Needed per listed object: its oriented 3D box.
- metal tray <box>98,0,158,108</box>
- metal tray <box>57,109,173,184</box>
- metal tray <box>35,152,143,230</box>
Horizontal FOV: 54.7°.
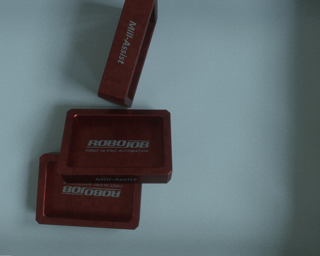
[{"bbox_3d":[-0.036,-0.092,0.378,0.030,0.090,0.129,17,90,0],"label":"metal tray"},{"bbox_3d":[-0.052,0.021,0.385,0.131,0.030,0.090,1,59,-3],"label":"metal tray"},{"bbox_3d":[-0.090,0.081,0.407,0.131,0.030,0.089,4,90,-1],"label":"metal tray"}]
